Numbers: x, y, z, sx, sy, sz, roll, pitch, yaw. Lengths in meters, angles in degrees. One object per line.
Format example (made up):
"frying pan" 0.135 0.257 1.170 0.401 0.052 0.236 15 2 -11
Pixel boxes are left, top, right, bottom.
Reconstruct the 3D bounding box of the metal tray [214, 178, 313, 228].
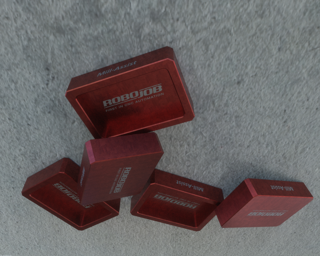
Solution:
"metal tray" 0.163 0.120 0.487 0.131 0.030 0.089 9 132 -29

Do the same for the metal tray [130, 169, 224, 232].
"metal tray" 0.028 0.121 0.507 0.131 0.030 0.089 19 127 -16

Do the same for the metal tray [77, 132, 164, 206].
"metal tray" -0.058 0.057 0.413 0.091 0.030 0.129 -7 148 -25

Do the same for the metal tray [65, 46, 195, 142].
"metal tray" -0.033 -0.034 0.373 0.130 0.030 0.090 -16 129 12

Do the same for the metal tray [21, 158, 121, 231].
"metal tray" -0.138 0.110 0.495 0.090 0.030 0.130 -28 125 21
